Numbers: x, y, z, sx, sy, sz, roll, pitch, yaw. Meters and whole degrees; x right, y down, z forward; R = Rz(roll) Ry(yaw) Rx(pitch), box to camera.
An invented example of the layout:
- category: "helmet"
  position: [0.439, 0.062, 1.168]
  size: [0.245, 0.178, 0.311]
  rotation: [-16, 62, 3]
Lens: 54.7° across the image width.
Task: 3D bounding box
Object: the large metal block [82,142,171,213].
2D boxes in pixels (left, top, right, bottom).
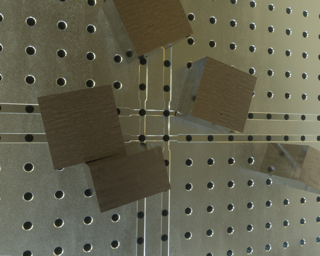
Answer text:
- category: "large metal block"
  position: [-0.044, 0.053, 0.368]
  size: [0.081, 0.080, 0.050]
  rotation: [-15, 96, -20]

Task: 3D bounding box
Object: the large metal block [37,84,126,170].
- category: "large metal block"
  position: [-0.093, -0.002, 0.366]
  size: [0.081, 0.050, 0.080]
  rotation: [-14, 95, -20]

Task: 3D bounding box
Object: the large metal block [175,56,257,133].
- category: "large metal block"
  position: [0.077, -0.043, 0.429]
  size: [0.081, 0.050, 0.080]
  rotation: [18, 84, -20]

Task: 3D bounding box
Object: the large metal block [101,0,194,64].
- category: "large metal block"
  position: [-0.017, -0.137, 0.394]
  size: [0.081, 0.050, 0.080]
  rotation: [-28, 100, -18]

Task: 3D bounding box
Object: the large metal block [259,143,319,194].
- category: "large metal block"
  position: [0.213, 0.062, 0.464]
  size: [0.080, 0.080, 0.050]
  rotation: [24, 82, -19]
